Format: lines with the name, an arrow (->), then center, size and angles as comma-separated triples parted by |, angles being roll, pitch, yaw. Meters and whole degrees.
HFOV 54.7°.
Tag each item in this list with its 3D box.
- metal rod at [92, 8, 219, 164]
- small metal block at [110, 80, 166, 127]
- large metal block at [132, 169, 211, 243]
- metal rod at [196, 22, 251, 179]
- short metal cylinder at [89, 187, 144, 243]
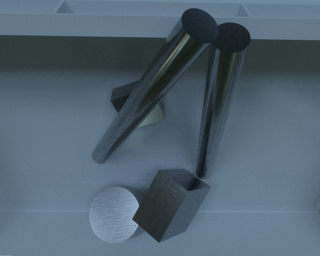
metal rod -> -0.030, -0.011, 0.315 | 0.025, 0.025, 0.299 | 18, 154, -16
small metal block -> -0.026, -0.030, 0.384 | 0.050, 0.025, 0.050 | -17, 129, 13
large metal block -> 0.019, 0.106, 0.440 | 0.080, 0.050, 0.080 | 12, 108, -60
metal rod -> 0.055, 0.004, 0.333 | 0.025, 0.025, 0.299 | -4, 155, 3
short metal cylinder -> -0.060, 0.131, 0.475 | 0.080, 0.080, 0.050 | -15, 163, 12
